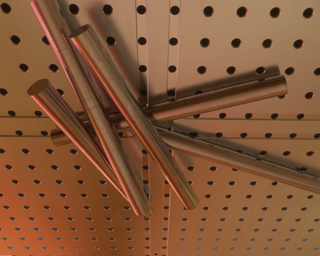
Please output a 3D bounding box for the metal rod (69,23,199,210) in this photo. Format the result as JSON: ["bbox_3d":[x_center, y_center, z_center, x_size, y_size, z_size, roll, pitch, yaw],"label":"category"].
[{"bbox_3d":[-0.014,0.010,0.385,0.025,0.025,0.299,-19,128,16],"label":"metal rod"}]

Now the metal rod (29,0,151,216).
[{"bbox_3d":[-0.070,-0.005,0.376,0.025,0.025,0.299,-14,120,11],"label":"metal rod"}]

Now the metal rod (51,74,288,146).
[{"bbox_3d":[0.003,-0.020,0.394,0.301,0.025,0.025,-13,129,10],"label":"metal rod"}]

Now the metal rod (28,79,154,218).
[{"bbox_3d":[-0.074,0.050,0.427,0.025,0.025,0.299,-16,136,13],"label":"metal rod"}]

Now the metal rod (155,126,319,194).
[{"bbox_3d":[0.120,0.050,0.454,0.302,0.025,0.025,18,128,-15],"label":"metal rod"}]
